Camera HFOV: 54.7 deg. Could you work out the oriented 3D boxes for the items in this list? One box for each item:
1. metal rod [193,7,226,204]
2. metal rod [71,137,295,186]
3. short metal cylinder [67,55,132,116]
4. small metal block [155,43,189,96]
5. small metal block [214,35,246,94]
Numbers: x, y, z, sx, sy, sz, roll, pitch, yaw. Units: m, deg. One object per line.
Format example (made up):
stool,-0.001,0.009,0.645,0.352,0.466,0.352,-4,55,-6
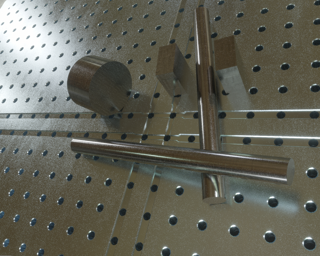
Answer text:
metal rod,0.061,-0.051,0.407,0.025,0.025,0.299,-12,56,21
metal rod,-0.003,0.032,0.366,0.300,0.025,0.025,3,63,37
short metal cylinder,-0.088,-0.063,0.458,0.050,0.080,0.080,22,73,36
small metal block,0.018,-0.080,0.432,0.025,0.050,0.050,-8,58,24
small metal block,0.089,-0.080,0.394,0.025,0.050,0.050,-11,57,23
